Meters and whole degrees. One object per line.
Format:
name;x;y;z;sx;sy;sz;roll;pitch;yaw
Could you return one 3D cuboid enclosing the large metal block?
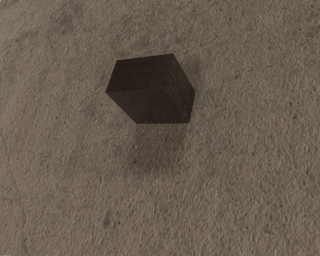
large metal block;-0.009;-0.047;0.401;0.080;0.080;0.050;0;62;28
